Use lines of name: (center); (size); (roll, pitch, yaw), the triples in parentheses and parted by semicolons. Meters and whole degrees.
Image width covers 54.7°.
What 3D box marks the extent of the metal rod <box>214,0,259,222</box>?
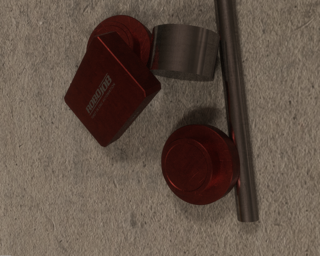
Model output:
metal rod: (0.091, -0.039, 0.376); (0.025, 0.025, 0.298); (-6, 88, 19)

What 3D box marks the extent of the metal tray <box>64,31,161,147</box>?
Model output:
metal tray: (-0.065, -0.043, 0.390); (0.090, 0.030, 0.129); (50, 136, 5)

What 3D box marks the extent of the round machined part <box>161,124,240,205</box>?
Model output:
round machined part: (0.041, 0.044, 0.372); (0.098, 0.042, 0.097); (1, 92, 35)

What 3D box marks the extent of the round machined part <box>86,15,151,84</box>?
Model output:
round machined part: (-0.058, -0.105, 0.419); (0.098, 0.042, 0.097); (0, 90, 19)

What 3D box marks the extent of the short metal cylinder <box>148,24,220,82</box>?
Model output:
short metal cylinder: (0.028, -0.087, 0.369); (0.080, 0.080, 0.050); (9, 93, 19)
